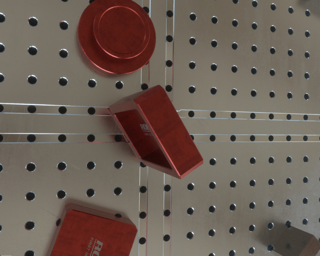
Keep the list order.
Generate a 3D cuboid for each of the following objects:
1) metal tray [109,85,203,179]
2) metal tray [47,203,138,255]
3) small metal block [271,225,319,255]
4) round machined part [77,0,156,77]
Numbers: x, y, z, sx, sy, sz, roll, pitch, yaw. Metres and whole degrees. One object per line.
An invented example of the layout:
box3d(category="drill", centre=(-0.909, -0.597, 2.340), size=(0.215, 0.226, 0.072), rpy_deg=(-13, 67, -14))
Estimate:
box3d(category="metal tray", centre=(-0.011, 0.004, 0.353), size=(0.030, 0.130, 0.090), rpy_deg=(-33, 101, -17))
box3d(category="metal tray", centre=(-0.092, 0.168, 0.376), size=(0.091, 0.030, 0.130), rpy_deg=(21, 83, -19))
box3d(category="small metal block", centre=(0.209, 0.184, 0.477), size=(0.050, 0.050, 0.025), rpy_deg=(-45, 104, -14))
box3d(category="round machined part", centre=(-0.051, -0.116, 0.384), size=(0.099, 0.042, 0.097), rpy_deg=(0, 90, -20))
